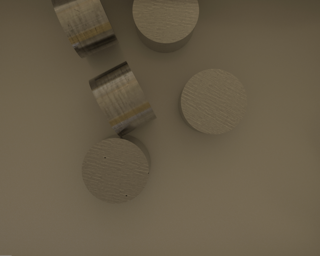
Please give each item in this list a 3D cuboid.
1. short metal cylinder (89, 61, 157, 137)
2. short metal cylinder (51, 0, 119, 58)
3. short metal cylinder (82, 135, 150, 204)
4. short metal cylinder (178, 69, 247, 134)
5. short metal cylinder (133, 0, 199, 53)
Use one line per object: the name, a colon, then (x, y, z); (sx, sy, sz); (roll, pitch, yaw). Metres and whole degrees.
short metal cylinder: (-0.045, -0.036, 0.383); (0.050, 0.080, 0.080); (-28, 90, 0)
short metal cylinder: (-0.091, -0.133, 0.383); (0.050, 0.080, 0.080); (-24, 90, 0)
short metal cylinder: (-0.053, 0.050, 0.396); (0.081, 0.050, 0.079); (0, 94, 0)
short metal cylinder: (0.065, -0.032, 0.400); (0.081, 0.050, 0.079); (0, 90, -1)
short metal cylinder: (0.007, -0.142, 0.399); (0.081, 0.050, 0.079); (0, 90, -1)
